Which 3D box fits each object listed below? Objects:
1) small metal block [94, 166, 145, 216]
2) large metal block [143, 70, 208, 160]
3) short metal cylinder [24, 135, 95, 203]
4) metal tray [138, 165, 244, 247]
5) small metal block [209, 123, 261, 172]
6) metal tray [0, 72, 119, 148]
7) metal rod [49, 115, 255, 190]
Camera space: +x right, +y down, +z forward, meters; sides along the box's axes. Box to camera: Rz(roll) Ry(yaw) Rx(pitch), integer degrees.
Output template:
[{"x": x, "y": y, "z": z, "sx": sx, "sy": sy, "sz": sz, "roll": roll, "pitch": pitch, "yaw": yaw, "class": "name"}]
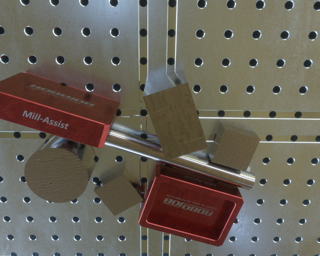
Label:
[{"x": -0.058, "y": 0.091, "z": 0.447, "sx": 0.050, "sy": 0.025, "sz": 0.050, "roll": -31, "pitch": 107, "yaw": 10, "class": "small metal block"}, {"x": 0.018, "y": -0.019, "z": 0.378, "sx": 0.050, "sy": 0.080, "sz": 0.080, "roll": -17, "pitch": 109, "yaw": 6, "class": "large metal block"}, {"x": -0.132, "y": 0.053, "z": 0.417, "sx": 0.081, "sy": 0.050, "sz": 0.079, "roll": 0, "pitch": 110, "yaw": 0, "class": "short metal cylinder"}, {"x": 0.044, "y": 0.115, "z": 0.453, "sx": 0.131, "sy": 0.030, "sz": 0.089, "roll": 17, "pitch": 109, "yaw": -7, "class": "metal tray"}, {"x": 0.101, "y": 0.026, "z": 0.424, "sx": 0.050, "sy": 0.025, "sz": 0.050, "roll": 16, "pitch": 109, "yaw": -6, "class": "small metal block"}, {"x": -0.120, "y": -0.024, "z": 0.367, "sx": 0.131, "sy": 0.090, "sz": 0.030, "roll": 17, "pitch": 109, "yaw": -7, "class": "metal tray"}, {"x": -0.013, "y": 0.030, "z": 0.424, "sx": 0.302, "sy": 0.025, "sz": 0.025, "roll": 18, "pitch": 109, "yaw": -7, "class": "metal rod"}]
